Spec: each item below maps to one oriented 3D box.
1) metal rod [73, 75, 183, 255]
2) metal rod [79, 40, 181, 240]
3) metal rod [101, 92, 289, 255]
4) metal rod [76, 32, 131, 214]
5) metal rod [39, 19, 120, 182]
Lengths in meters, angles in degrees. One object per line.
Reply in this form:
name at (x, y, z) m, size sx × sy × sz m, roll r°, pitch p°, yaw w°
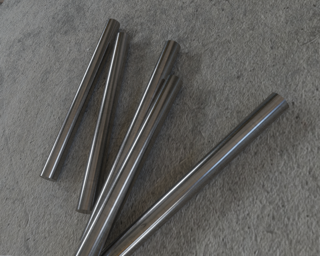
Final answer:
metal rod at (-0.039, 0.056, 0.370) m, size 0.025 × 0.025 × 0.300 m, roll 9°, pitch 60°, yaw 32°
metal rod at (-0.032, 0.006, 0.417) m, size 0.025 × 0.025 × 0.300 m, roll 8°, pitch 65°, yaw 32°
metal rod at (0.026, 0.071, 0.346) m, size 0.300 × 0.025 × 0.025 m, roll -43°, pitch 51°, yaw -2°
metal rod at (-0.078, -0.025, 0.460) m, size 0.025 × 0.025 × 0.299 m, roll -8°, pitch 58°, yaw 24°
metal rod at (-0.122, -0.059, 0.504) m, size 0.025 × 0.025 × 0.300 m, roll 2°, pitch 62°, yaw 29°
